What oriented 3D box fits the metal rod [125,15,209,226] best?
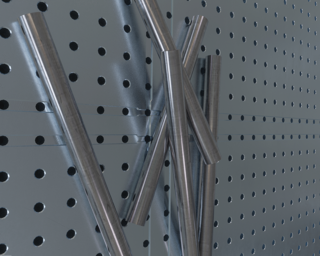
[{"bbox_3d":[0.014,-0.020,0.419,0.025,0.025,0.299,29,72,-36],"label":"metal rod"}]

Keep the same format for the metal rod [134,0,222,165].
[{"bbox_3d":[0.012,-0.091,0.393,0.025,0.025,0.299,-31,102,-35],"label":"metal rod"}]

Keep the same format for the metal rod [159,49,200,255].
[{"bbox_3d":[0.029,0.051,0.405,0.025,0.025,0.298,-20,111,-38],"label":"metal rod"}]

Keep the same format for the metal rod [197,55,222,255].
[{"bbox_3d":[0.074,0.040,0.469,0.025,0.025,0.299,6,87,-40],"label":"metal rod"}]

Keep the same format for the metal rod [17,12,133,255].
[{"bbox_3d":[-0.084,0.029,0.338,0.025,0.025,0.299,-28,107,-36],"label":"metal rod"}]
